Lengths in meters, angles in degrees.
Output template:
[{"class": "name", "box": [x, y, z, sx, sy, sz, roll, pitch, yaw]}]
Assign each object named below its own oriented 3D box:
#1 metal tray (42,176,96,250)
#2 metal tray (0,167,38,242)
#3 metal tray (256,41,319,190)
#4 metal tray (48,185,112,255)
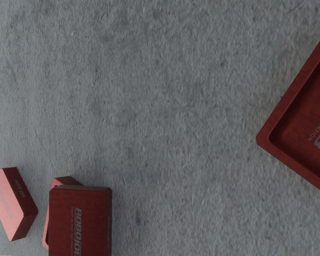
[{"class": "metal tray", "box": [-0.154, 0.158, 0.525, 0.090, 0.030, 0.129, 21, 103, 37]}, {"class": "metal tray", "box": [-0.310, 0.158, 0.653, 0.130, 0.030, 0.089, 48, 118, 29]}, {"class": "metal tray", "box": [0.158, -0.015, 0.270, 0.090, 0.030, 0.129, 41, 115, 32]}, {"class": "metal tray", "box": [-0.122, 0.156, 0.474, 0.090, 0.030, 0.129, 1, 91, 12]}]
